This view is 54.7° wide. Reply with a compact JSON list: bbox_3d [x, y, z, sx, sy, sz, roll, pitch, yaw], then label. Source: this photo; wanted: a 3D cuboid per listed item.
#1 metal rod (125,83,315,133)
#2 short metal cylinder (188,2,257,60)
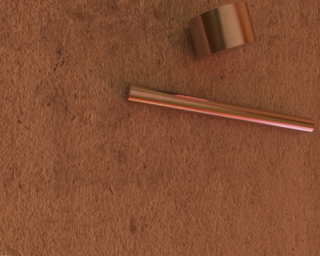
[{"bbox_3d":[0.099,-0.024,0.447,0.302,0.025,0.025,8,87,-20],"label":"metal rod"},{"bbox_3d":[0.082,-0.127,0.411,0.081,0.080,0.050,-19,97,-19],"label":"short metal cylinder"}]
